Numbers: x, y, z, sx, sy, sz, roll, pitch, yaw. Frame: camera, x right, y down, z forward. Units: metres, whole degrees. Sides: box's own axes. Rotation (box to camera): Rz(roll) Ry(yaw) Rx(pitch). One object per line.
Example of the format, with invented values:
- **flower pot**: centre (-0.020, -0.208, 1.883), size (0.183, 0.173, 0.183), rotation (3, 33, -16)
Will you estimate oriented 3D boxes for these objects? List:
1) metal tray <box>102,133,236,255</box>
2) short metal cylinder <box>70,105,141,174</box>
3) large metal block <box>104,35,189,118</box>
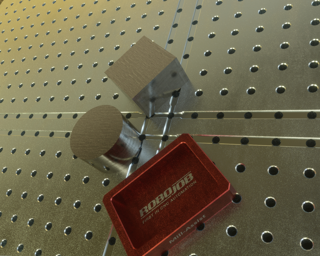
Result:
- **metal tray**: centre (0.007, 0.078, 0.352), size (0.130, 0.030, 0.090), rotation (-38, 51, 2)
- **short metal cylinder**: centre (-0.073, 0.016, 0.419), size (0.080, 0.050, 0.080), rotation (-13, 56, 20)
- **large metal block**: centre (-0.020, -0.075, 0.447), size (0.080, 0.050, 0.080), rotation (-44, 51, -3)
